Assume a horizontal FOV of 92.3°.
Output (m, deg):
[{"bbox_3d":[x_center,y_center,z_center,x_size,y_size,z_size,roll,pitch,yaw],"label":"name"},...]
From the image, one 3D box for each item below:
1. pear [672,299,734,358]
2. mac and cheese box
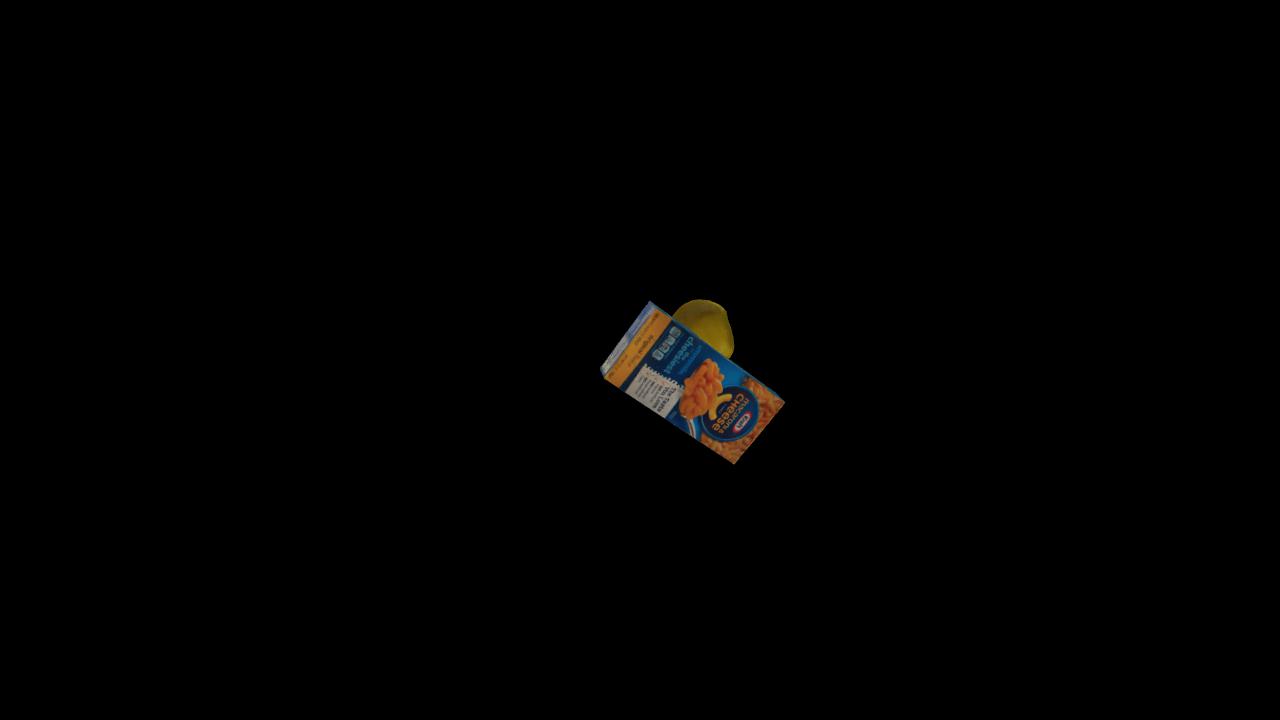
[{"bbox_3d":[0.048,-0.024,0.692,0.111,0.080,0.080,-13,-3,11],"label":"pear"},{"bbox_3d":[0.057,0.027,0.660,0.184,0.093,0.041,34,8,-19],"label":"mac and cheese box"}]
